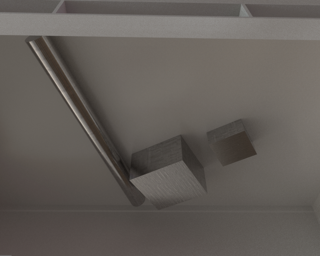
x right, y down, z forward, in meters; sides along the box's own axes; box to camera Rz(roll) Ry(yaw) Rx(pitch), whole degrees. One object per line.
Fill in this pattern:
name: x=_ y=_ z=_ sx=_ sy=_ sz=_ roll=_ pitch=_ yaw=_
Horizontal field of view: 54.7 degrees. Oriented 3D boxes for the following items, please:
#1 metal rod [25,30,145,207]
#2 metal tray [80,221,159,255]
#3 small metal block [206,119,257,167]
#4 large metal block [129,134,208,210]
metal rod: x=-0.083 y=0.011 z=0.417 sx=0.025 sy=0.025 sz=0.299 roll=-14 pitch=129 yaw=11
metal tray: x=-0.078 y=0.236 z=0.608 sx=0.130 sy=0.030 sz=0.090 roll=-30 pitch=124 yaw=23
small metal block: x=0.099 y=0.021 z=0.429 sx=0.050 sy=0.025 sz=0.050 roll=-24 pitch=127 yaw=18
large metal block: x=0.013 y=0.066 z=0.450 sx=0.080 sy=0.050 sz=0.080 roll=-23 pitch=127 yaw=18
